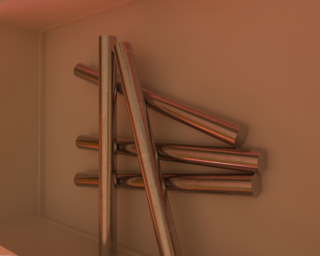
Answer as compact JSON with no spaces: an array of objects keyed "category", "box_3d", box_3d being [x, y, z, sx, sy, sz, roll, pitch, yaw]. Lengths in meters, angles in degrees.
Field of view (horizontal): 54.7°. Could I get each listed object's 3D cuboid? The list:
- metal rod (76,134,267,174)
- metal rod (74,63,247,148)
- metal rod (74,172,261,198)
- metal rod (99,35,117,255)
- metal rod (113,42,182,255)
[{"category":"metal rod","box_3d":[-0.011,0.029,0.412,0.300,0.025,0.025,3,92,39]},{"category":"metal rod","box_3d":[-0.022,-0.042,0.420,0.300,0.025,0.025,26,106,36]},{"category":"metal rod","box_3d":[-0.016,0.072,0.416,0.300,0.025,0.025,-6,86,39]},{"category":"metal rod","box_3d":[-0.072,0.024,0.428,0.025,0.025,0.298,0,90,39]},{"category":"metal rod","box_3d":[-0.015,0.034,0.383,0.025,0.025,0.299,-22,76,37]}]
